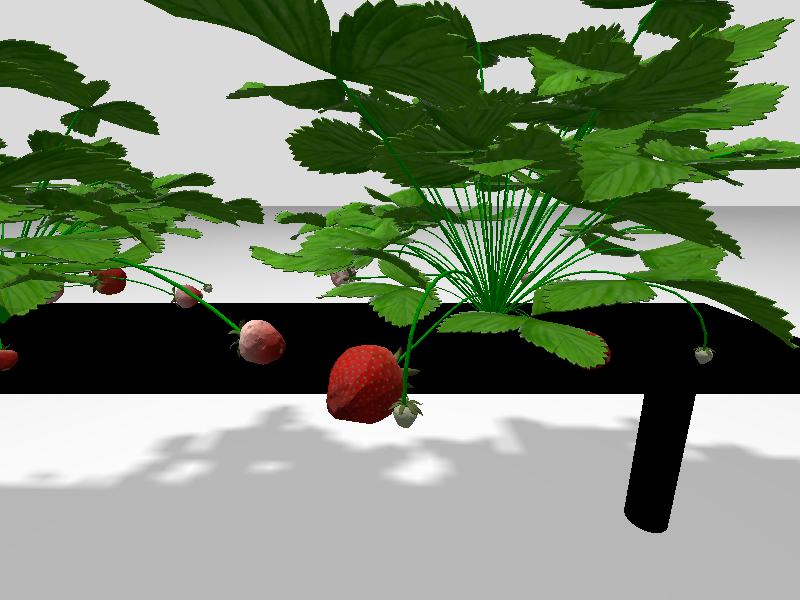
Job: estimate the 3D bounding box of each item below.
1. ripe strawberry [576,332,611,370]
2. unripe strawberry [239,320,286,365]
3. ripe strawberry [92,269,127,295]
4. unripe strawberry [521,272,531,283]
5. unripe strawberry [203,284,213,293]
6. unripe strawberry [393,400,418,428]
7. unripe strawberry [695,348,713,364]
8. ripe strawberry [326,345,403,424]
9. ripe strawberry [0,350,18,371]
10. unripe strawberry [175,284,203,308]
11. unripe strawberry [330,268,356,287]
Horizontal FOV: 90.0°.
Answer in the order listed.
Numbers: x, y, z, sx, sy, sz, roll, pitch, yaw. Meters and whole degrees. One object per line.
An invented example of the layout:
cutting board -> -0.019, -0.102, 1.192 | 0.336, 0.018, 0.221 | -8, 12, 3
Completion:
ripe strawberry -> 0.131, 0.035, 0.272 | 0.024, 0.025, 0.026 | -7, 17, -24
unripe strawberry -> -0.094, 0.030, 0.273 | 0.030, 0.032, 0.028 | 17, 19, 15
ripe strawberry -> -0.345, -0.025, 0.478 | 0.034, 0.036, 0.037 | 3, 15, 9
unripe strawberry -> 0.162, -0.027, 0.514 | 0.015, 0.016, 0.017 | 7, 17, 26
unripe strawberry -> -0.228, -0.013, 0.476 | 0.010, 0.010, 0.009 | -40, 34, -25
unripe strawberry -> 0.003, 0.055, 0.191 | 0.011, 0.012, 0.013 | 7, 17, 24
unripe strawberry -> 0.198, 0.037, 0.261 | 0.010, 0.010, 0.011 | 14, 20, 42
ripe strawberry -> -0.020, 0.045, 0.205 | 0.041, 0.043, 0.044 | 9, 18, 31
ripe strawberry -> -0.267, 0.041, 0.270 | 0.015, 0.015, 0.013 | -14, -26, -42
unripe strawberry -> -0.216, -0.004, 0.411 | 0.025, 0.024, 0.027 | -2, 15, -18
unripe strawberry -> -0.070, -0.030, 0.490 | 0.033, 0.034, 0.030 | 12, 19, 39
